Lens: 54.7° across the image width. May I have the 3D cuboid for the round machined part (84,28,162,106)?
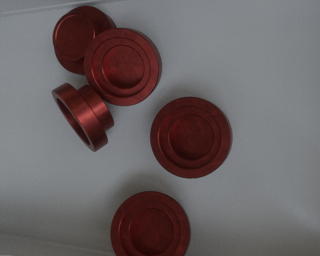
[{"bbox_3d":[-0.045,-0.081,0.407,0.098,0.042,0.097,4,109,11],"label":"round machined part"}]

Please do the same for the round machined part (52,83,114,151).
[{"bbox_3d":[-0.098,-0.019,0.416,0.042,0.098,0.098,-36,76,-19],"label":"round machined part"}]

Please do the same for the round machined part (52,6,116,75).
[{"bbox_3d":[-0.112,-0.126,0.441,0.098,0.042,0.097,0,90,20],"label":"round machined part"}]

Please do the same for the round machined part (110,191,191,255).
[{"bbox_3d":[-0.009,0.132,0.395,0.098,0.042,0.098,-3,74,10],"label":"round machined part"}]

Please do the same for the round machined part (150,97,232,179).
[{"bbox_3d":[0.041,0.011,0.387,0.098,0.042,0.097,0,90,20],"label":"round machined part"}]
